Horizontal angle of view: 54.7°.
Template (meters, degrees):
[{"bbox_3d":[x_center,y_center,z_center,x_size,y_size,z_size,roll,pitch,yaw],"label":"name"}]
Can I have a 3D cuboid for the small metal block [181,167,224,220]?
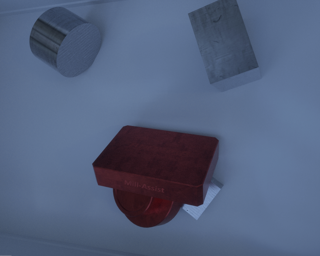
[{"bbox_3d":[0.044,0.079,0.394,0.050,0.025,0.050,37,102,15],"label":"small metal block"}]

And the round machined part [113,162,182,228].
[{"bbox_3d":[-0.021,0.076,0.391,0.098,0.042,0.097,-7,79,38],"label":"round machined part"}]

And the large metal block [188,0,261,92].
[{"bbox_3d":[0.077,-0.091,0.354,0.050,0.080,0.080,-18,84,19],"label":"large metal block"}]

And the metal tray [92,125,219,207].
[{"bbox_3d":[-0.002,0.040,0.374,0.130,0.090,0.030,8,125,19],"label":"metal tray"}]

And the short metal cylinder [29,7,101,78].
[{"bbox_3d":[-0.128,-0.117,0.425,0.050,0.080,0.080,34,101,16],"label":"short metal cylinder"}]
